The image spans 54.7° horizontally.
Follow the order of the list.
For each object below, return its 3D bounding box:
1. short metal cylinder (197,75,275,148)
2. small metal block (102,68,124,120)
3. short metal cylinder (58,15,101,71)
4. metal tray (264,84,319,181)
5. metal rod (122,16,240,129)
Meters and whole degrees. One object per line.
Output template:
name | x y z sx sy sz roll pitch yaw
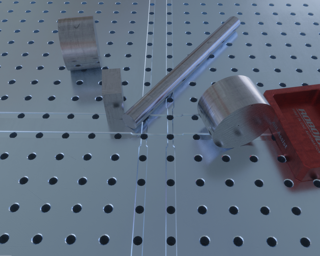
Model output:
short metal cylinder | 0.094 -0.019 0.388 0.081 0.080 0.050 -13 52 -11
small metal block | -0.064 -0.047 0.430 0.025 0.050 0.050 -5 50 -4
short metal cylinder | -0.123 -0.132 0.482 0.050 0.080 0.080 -8 51 -7
metal tray | 0.198 0.000 0.405 0.091 0.030 0.130 -7 50 -6
metal rod | 0.048 -0.101 0.492 0.025 0.025 0.301 29 56 22
